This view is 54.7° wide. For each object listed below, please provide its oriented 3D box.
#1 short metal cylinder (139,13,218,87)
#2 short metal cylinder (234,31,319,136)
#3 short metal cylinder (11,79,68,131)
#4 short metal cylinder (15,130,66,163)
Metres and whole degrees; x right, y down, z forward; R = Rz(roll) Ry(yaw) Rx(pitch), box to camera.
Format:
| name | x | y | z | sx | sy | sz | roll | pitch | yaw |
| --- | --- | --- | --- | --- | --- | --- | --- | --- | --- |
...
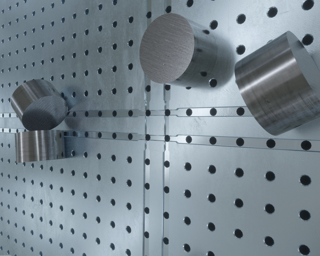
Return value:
| name | x | y | z | sx | sy | sz | roll | pitch | yaw |
| --- | --- | --- | --- | --- | --- | --- | --- | --- | --- |
| short metal cylinder | 0.022 | -0.091 | 0.374 | 0.080 | 0.050 | 0.079 | 0 | 90 | 39 |
| short metal cylinder | 0.112 | -0.039 | 0.280 | 0.050 | 0.081 | 0.080 | -30 | 72 | 36 |
| short metal cylinder | -0.211 | -0.038 | 0.544 | 0.050 | 0.081 | 0.080 | 46 | 117 | 30 |
| short metal cylinder | -0.209 | 0.032 | 0.543 | 0.080 | 0.081 | 0.050 | -8 | 85 | 39 |
